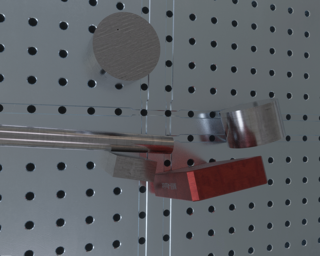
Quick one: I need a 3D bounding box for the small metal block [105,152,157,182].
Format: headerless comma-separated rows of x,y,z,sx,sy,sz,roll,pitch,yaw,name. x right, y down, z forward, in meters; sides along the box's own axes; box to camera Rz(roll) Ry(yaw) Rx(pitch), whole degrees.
-0.037,0.048,0.386,0.050,0.050,0.025,11,86,-20,small metal block

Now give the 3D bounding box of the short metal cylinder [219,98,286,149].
0.128,-0.007,0.431,0.081,0.080,0.050,-17,96,-19,short metal cylinder

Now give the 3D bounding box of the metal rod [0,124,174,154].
-0.128,0.012,0.365,0.302,0.025,0.025,4,89,-20,metal rod

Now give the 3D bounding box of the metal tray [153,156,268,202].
0.052,0.061,0.375,0.091,0.130,0.030,-9,83,-20,metal tray

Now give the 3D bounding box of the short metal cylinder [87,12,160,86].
-0.046,-0.095,0.382,0.081,0.050,0.079,0,90,-20,short metal cylinder
